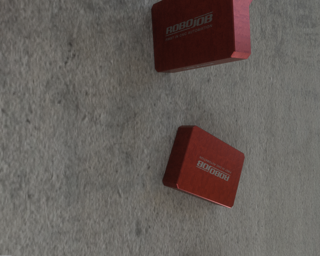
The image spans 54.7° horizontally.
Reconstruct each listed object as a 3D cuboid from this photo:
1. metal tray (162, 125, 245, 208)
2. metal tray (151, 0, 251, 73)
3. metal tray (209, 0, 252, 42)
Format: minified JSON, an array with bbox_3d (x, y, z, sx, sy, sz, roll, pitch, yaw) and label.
[{"bbox_3d":[0.070,0.060,0.463,0.131,0.030,0.090,28,73,-37],"label":"metal tray"},{"bbox_3d":[0.044,-0.120,0.375,0.030,0.130,0.089,-6,94,-40],"label":"metal tray"},{"bbox_3d":[0.098,-0.210,0.486,0.090,0.030,0.130,48,61,-30],"label":"metal tray"}]
